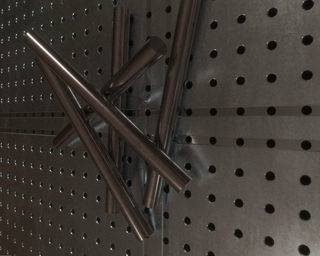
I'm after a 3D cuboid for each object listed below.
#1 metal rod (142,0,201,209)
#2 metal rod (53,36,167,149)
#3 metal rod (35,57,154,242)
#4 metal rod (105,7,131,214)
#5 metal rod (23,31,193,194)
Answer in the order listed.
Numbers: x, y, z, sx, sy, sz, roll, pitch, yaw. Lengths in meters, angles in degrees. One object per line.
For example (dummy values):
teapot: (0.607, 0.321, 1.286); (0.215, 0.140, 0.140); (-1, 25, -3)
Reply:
metal rod: (0.016, -0.041, 0.394); (0.025, 0.025, 0.298); (18, 101, 38)
metal rod: (-0.091, -0.033, 0.451); (0.299, 0.025, 0.025); (-34, 69, 44)
metal rod: (-0.096, 0.021, 0.441); (0.025, 0.025, 0.299); (-36, 82, 34)
metal rod: (-0.063, -0.024, 0.458); (0.025, 0.025, 0.298); (5, 93, 39)
metal rod: (-0.076, -0.029, 0.404); (0.300, 0.025, 0.025); (43, 117, 14)
